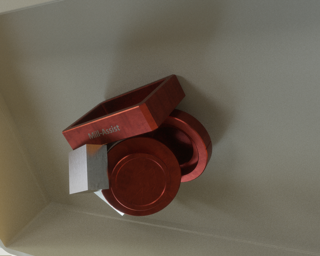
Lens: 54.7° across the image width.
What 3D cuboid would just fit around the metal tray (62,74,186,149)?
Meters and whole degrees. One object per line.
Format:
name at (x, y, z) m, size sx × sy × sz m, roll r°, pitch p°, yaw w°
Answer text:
metal tray at (-0.044, -0.017, 0.375) m, size 0.130 × 0.090 × 0.030 m, roll -16°, pitch 111°, yaw 34°

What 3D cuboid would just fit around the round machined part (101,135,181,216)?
round machined part at (-0.023, 0.059, 0.368) m, size 0.099 × 0.042 × 0.097 m, roll -1°, pitch 96°, yaw -6°

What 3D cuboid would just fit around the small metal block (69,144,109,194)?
small metal block at (-0.084, 0.049, 0.360) m, size 0.050 × 0.025 × 0.050 m, roll -23°, pitch 68°, yaw 49°

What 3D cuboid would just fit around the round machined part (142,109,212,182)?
round machined part at (0.020, 0.018, 0.397) m, size 0.098 × 0.042 × 0.097 m, roll 13°, pitch 124°, yaw 20°

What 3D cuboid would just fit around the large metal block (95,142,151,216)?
large metal block at (-0.053, 0.059, 0.435) m, size 0.080 × 0.080 × 0.050 m, roll 39°, pitch 129°, yaw 1°
